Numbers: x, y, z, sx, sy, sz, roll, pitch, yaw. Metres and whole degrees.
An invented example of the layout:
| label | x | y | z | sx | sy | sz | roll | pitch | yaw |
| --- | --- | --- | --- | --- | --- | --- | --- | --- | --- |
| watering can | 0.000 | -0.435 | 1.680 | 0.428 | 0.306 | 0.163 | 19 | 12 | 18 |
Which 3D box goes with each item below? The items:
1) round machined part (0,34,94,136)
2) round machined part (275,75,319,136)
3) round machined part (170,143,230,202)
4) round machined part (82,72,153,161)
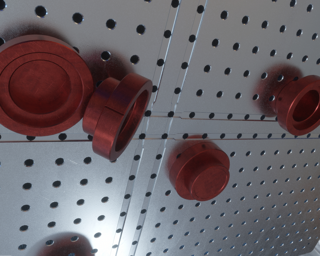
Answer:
| label | x | y | z | sx | sy | sz | roll | pitch | yaw |
| --- | --- | --- | --- | --- | --- | --- | --- | --- | --- |
| round machined part | -0.119 | -0.044 | 0.308 | 0.099 | 0.042 | 0.097 | -14 | 124 | -21 |
| round machined part | 0.227 | -0.040 | 0.499 | 0.099 | 0.042 | 0.097 | -14 | 124 | -21 |
| round machined part | 0.068 | 0.075 | 0.483 | 0.099 | 0.042 | 0.097 | -14 | 124 | -21 |
| round machined part | -0.049 | -0.017 | 0.340 | 0.042 | 0.098 | 0.097 | 26 | 109 | 6 |
